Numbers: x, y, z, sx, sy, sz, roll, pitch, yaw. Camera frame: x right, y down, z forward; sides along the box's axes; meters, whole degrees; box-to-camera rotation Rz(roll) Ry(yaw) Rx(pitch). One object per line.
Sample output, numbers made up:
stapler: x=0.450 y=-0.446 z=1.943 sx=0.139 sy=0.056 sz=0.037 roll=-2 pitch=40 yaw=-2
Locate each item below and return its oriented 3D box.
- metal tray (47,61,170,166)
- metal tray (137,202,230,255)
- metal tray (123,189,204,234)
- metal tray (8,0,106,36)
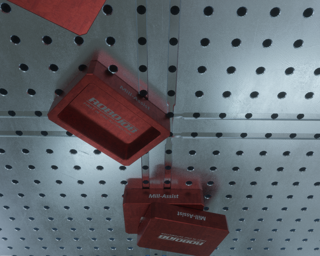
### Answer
metal tray: x=-0.062 y=-0.012 z=0.396 sx=0.130 sy=0.030 sz=0.090 roll=37 pitch=121 yaw=-27
metal tray: x=0.036 y=0.171 z=0.513 sx=0.131 sy=0.030 sz=0.089 roll=14 pitch=129 yaw=-12
metal tray: x=0.005 y=0.144 z=0.531 sx=0.131 sy=0.030 sz=0.089 roll=1 pitch=130 yaw=-1
metal tray: x=-0.100 y=-0.144 z=0.250 sx=0.131 sy=0.030 sz=0.090 roll=19 pitch=119 yaw=-38
